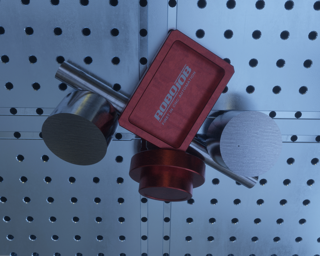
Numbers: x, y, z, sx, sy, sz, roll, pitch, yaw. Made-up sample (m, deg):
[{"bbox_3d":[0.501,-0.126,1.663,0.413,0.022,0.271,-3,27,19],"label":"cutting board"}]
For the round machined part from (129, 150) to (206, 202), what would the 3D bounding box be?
[{"bbox_3d":[0.009,0.066,0.400,0.099,0.042,0.098,5,153,3],"label":"round machined part"}]

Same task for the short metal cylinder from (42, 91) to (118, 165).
[{"bbox_3d":[-0.097,0.000,0.387,0.080,0.050,0.079,6,127,8],"label":"short metal cylinder"}]

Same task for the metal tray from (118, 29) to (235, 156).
[{"bbox_3d":[0.019,-0.040,0.380,0.090,0.030,0.130,30,94,-11],"label":"metal tray"}]

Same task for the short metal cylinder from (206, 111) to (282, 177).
[{"bbox_3d":[0.105,0.018,0.395,0.081,0.050,0.079,-1,93,-11],"label":"short metal cylinder"}]

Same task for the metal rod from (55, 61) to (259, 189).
[{"bbox_3d":[0.004,0.001,0.414,0.301,0.025,0.025,30,107,-11],"label":"metal rod"}]
